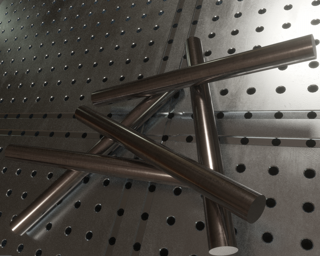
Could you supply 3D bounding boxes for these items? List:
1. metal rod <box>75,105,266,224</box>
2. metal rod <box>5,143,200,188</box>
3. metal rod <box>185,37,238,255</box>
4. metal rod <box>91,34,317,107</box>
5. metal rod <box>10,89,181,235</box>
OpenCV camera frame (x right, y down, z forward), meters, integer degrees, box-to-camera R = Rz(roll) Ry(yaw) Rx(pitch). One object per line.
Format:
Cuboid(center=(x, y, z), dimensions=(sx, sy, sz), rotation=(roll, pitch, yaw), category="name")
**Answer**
Cuboid(center=(-0.019, 0.021, 0.353), dimensions=(0.300, 0.025, 0.025), rotation=(24, 75, 46), category="metal rod")
Cuboid(center=(-0.072, 0.046, 0.390), dimensions=(0.301, 0.025, 0.025), rotation=(5, 64, 21), category="metal rod")
Cuboid(center=(0.052, -0.009, 0.363), dimensions=(0.025, 0.025, 0.300), rotation=(-17, 48, 18), category="metal rod")
Cuboid(center=(0.027, -0.062, 0.385), dimensions=(0.300, 0.025, 0.025), rotation=(-8, 58, 34), category="metal rod")
Cuboid(center=(-0.085, 0.035, 0.429), dimensions=(0.300, 0.025, 0.025), rotation=(-43, 51, -2), category="metal rod")
